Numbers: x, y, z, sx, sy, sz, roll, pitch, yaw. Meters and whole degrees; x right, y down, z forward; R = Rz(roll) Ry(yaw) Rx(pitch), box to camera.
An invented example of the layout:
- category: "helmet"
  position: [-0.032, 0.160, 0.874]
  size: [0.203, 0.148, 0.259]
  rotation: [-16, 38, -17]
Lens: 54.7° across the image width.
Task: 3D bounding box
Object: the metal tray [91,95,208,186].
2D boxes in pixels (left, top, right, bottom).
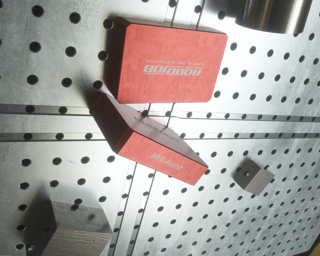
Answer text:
- category: "metal tray"
  position: [-0.011, 0.016, 0.374]
  size: [0.131, 0.090, 0.030]
  rotation: [28, 103, -38]

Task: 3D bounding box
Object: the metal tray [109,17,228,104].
- category: "metal tray"
  position: [0.011, -0.076, 0.368]
  size: [0.131, 0.030, 0.089]
  rotation: [-3, 120, -27]

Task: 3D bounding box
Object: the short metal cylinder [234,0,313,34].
- category: "short metal cylinder"
  position: [0.132, -0.144, 0.361]
  size: [0.081, 0.080, 0.050]
  rotation: [-9, 123, -24]

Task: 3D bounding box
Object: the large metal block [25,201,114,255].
- category: "large metal block"
  position: [-0.124, 0.153, 0.423]
  size: [0.080, 0.050, 0.080]
  rotation: [22, 106, -37]

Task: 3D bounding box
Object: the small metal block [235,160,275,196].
- category: "small metal block"
  position: [0.174, 0.092, 0.567]
  size: [0.050, 0.025, 0.050]
  rotation: [27, 103, -38]
